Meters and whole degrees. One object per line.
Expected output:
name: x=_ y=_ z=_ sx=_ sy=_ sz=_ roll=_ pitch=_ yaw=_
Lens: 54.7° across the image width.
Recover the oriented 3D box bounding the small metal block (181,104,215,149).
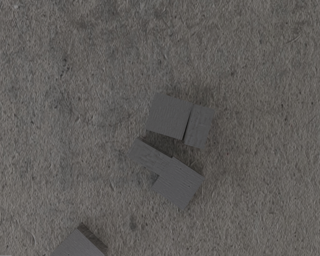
small metal block: x=0.048 y=-0.002 z=0.398 sx=0.025 sy=0.050 sz=0.050 roll=15 pitch=90 yaw=0

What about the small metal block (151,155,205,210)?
small metal block: x=0.023 y=0.071 z=0.410 sx=0.050 sy=0.025 sz=0.050 roll=34 pitch=90 yaw=0

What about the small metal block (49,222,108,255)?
small metal block: x=-0.106 y=0.164 z=0.409 sx=0.050 sy=0.025 sz=0.050 roll=44 pitch=90 yaw=0

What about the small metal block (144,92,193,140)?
small metal block: x=0.011 y=-0.015 z=0.410 sx=0.050 sy=0.025 sz=0.050 roll=17 pitch=90 yaw=0

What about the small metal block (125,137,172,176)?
small metal block: x=-0.014 y=0.035 z=0.397 sx=0.050 sy=0.050 sz=0.025 roll=30 pitch=90 yaw=0
